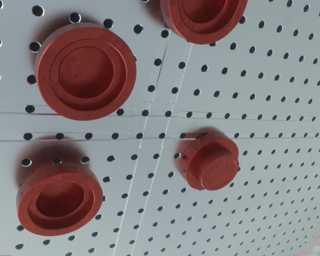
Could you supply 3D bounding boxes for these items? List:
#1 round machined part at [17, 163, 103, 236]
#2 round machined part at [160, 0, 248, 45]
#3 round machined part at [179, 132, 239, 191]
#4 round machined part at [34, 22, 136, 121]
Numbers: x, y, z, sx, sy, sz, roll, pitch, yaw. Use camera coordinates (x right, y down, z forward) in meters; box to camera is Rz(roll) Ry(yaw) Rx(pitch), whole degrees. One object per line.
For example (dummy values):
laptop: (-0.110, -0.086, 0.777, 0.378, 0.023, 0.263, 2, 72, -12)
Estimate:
round machined part: (-0.124, 0.083, 0.384, 0.099, 0.042, 0.097, -14, 124, -21)
round machined part: (0.044, -0.145, 0.336, 0.099, 0.042, 0.097, -14, 125, -21)
round machined part: (0.083, 0.059, 0.485, 0.099, 0.042, 0.097, -14, 124, -21)
round machined part: (-0.078, -0.060, 0.322, 0.099, 0.042, 0.097, -14, 125, -21)
